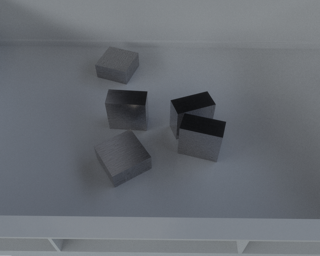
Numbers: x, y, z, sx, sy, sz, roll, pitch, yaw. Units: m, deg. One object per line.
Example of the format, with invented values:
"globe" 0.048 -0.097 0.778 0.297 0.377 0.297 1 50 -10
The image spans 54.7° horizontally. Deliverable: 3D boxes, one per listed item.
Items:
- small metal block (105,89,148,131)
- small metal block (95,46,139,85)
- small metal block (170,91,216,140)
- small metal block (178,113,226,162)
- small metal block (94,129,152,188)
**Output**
"small metal block" -0.042 -0.023 0.408 0.050 0.050 0.025 3 50 3
"small metal block" -0.066 -0.099 0.488 0.050 0.025 0.050 16 52 13
"small metal block" 0.041 -0.016 0.402 0.050 0.050 0.025 -15 52 -12
"small metal block" 0.050 0.012 0.379 0.050 0.050 0.025 12 51 10
"small metal block" -0.045 0.036 0.375 0.050 0.025 0.050 -26 55 -20
